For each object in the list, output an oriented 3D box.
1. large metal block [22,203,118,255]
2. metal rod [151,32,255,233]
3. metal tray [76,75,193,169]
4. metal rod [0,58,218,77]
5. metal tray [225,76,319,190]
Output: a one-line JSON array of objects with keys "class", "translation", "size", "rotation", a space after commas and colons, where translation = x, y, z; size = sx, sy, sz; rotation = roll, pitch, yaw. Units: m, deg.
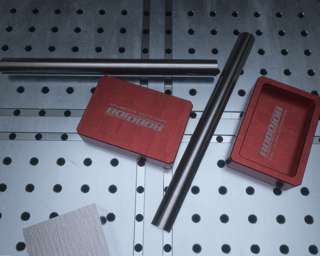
[{"class": "large metal block", "translation": [-0.095, 0.139, 0.347], "size": [0.081, 0.050, 0.080], "rotation": [-19, 71, -7]}, {"class": "metal rod", "translation": [0.065, -0.007, 0.415], "size": [0.025, 0.025, 0.300], "rotation": [24, 71, 8]}, {"class": "metal tray", "translation": [-0.031, -0.009, 0.412], "size": [0.131, 0.030, 0.090], "rotation": [18, 71, 6]}, {"class": "metal rod", "translation": [-0.071, -0.087, 0.442], "size": [0.302, 0.025, 0.025], "rotation": [0, 70, -1]}, {"class": "metal tray", "translation": [0.151, 0.004, 0.409], "size": [0.090, 0.030, 0.130], "rotation": [22, 71, 7]}]
